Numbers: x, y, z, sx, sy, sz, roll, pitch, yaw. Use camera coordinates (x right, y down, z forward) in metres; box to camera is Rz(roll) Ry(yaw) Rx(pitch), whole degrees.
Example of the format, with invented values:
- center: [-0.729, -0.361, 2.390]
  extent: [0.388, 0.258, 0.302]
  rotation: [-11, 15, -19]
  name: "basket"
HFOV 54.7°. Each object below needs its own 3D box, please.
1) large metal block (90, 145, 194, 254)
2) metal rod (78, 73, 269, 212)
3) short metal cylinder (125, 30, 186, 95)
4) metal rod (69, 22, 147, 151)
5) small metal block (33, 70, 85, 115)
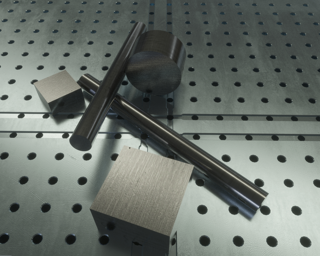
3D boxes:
- center: [-0.015, 0.074, 0.329]
  extent: [0.080, 0.050, 0.080]
  rotation: [15, 52, 12]
  name: "large metal block"
- center: [0.000, 0.006, 0.402]
  extent: [0.300, 0.025, 0.025]
  rotation: [34, 58, 25]
  name: "metal rod"
- center: [-0.005, -0.094, 0.450]
  extent: [0.080, 0.080, 0.050]
  rotation: [8, 51, 7]
  name: "short metal cylinder"
- center: [-0.061, -0.081, 0.448]
  extent: [0.025, 0.025, 0.300]
  rotation: [8, 42, 6]
  name: "metal rod"
- center: [-0.147, -0.053, 0.451]
  extent: [0.050, 0.025, 0.050]
  rotation: [-30, 56, -23]
  name: "small metal block"
